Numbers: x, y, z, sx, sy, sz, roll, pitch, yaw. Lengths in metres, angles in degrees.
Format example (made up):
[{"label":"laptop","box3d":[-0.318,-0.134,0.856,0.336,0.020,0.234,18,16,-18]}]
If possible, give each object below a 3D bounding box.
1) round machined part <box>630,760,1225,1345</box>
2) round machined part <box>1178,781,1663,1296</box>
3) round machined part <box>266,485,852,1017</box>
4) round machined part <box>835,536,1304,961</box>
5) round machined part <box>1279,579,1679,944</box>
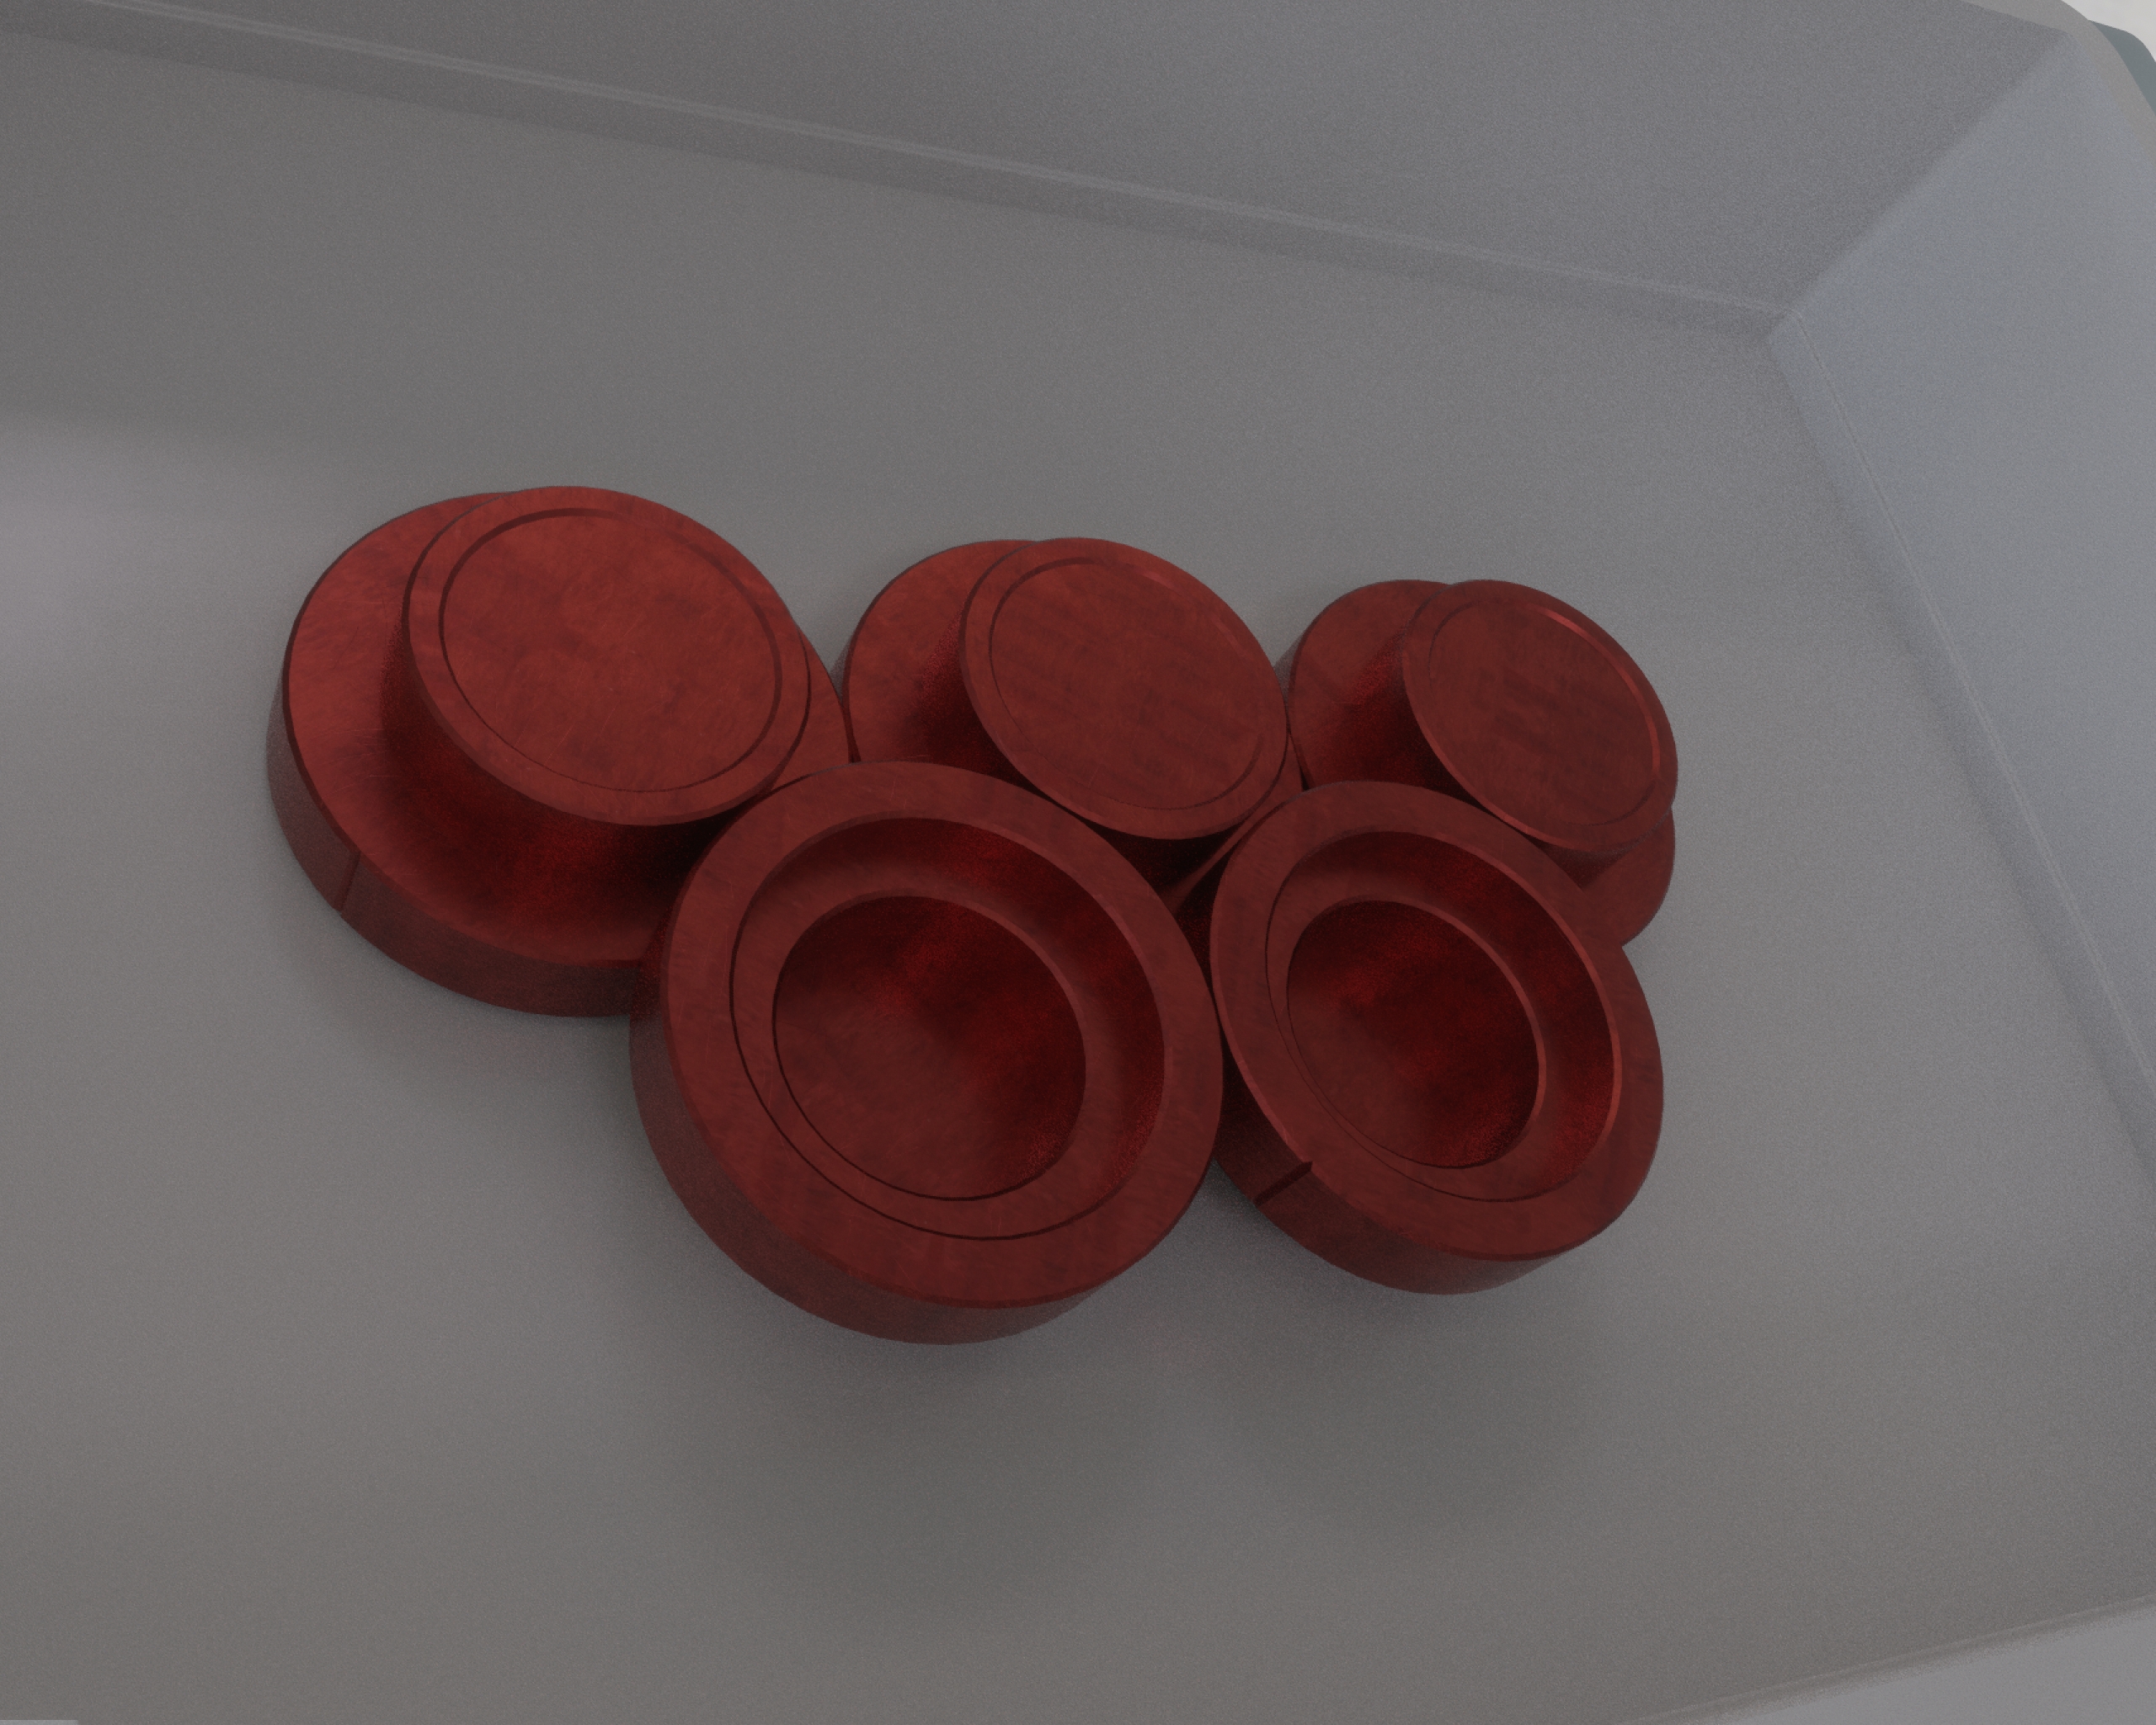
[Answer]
[{"label":"round machined part","box3d":[-0.028,0.035,0.356,0.099,0.042,0.098,14,56,-21]},{"label":"round machined part","box3d":[0.060,0.036,0.402,0.099,0.042,0.098,14,56,-21]},{"label":"round machined part","box3d":[-0.085,-0.026,0.361,0.099,0.042,0.098,14,55,-21]},{"label":"round machined part","box3d":[0.001,-0.024,0.407,0.099,0.042,0.098,13,56,-20]},{"label":"round machined part","box3d":[0.090,-0.022,0.453,0.099,0.042,0.098,13,56,-20]}]
